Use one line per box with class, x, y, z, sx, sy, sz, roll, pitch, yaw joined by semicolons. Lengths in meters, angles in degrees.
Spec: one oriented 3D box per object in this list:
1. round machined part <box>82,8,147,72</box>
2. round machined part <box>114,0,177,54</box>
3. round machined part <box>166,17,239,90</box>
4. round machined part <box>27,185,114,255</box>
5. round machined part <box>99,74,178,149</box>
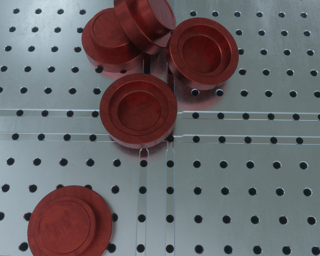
round machined part;-0.065;-0.134;0.452;0.099;0.042;0.098;0;70;0
round machined part;-0.014;-0.155;0.428;0.042;0.098;0.098;-24;67;31
round machined part;0.055;-0.099;0.431;0.099;0.042;0.098;3;77;-14
round machined part;-0.105;0.115;0.360;0.099;0.042;0.098;0;70;0
round machined part;-0.027;-0.019;0.410;0.099;0.042;0.098;0;70;0
